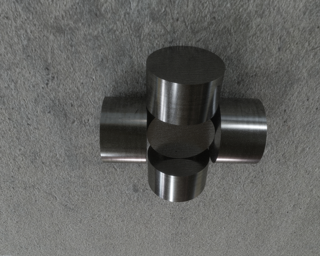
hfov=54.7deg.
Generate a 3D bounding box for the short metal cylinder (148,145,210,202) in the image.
[{"bbox_3d":[0.024,0.052,0.417,0.081,0.080,0.050,0,130,-1],"label":"short metal cylinder"}]

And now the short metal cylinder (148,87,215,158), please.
[{"bbox_3d":[0.025,-0.008,0.386,0.081,0.050,0.079,0,130,0],"label":"short metal cylinder"}]

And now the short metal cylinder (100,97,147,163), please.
[{"bbox_3d":[-0.041,0.002,0.375,0.050,0.080,0.079,2,130,-2],"label":"short metal cylinder"}]

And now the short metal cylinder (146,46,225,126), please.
[{"bbox_3d":[0.025,-0.047,0.332,0.081,0.080,0.050,1,130,-2],"label":"short metal cylinder"}]

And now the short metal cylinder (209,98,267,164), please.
[{"bbox_3d":[0.090,0.003,0.377,0.050,0.080,0.079,2,130,-2],"label":"short metal cylinder"}]
